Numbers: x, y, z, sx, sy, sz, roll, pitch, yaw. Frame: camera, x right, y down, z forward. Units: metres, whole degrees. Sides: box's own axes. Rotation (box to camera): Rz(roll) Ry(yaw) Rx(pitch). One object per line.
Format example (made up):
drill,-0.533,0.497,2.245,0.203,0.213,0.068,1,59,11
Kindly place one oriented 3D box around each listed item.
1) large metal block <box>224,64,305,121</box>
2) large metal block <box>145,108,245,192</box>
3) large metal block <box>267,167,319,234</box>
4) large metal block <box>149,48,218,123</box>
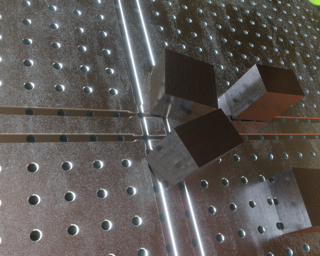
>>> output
large metal block,0.165,-0.053,0.497,0.081,0.080,0.050,2,61,-28
large metal block,0.041,0.027,0.380,0.081,0.080,0.050,-23,74,-36
large metal block,0.213,0.105,0.445,0.081,0.050,0.080,7,59,-25
large metal block,0.033,-0.057,0.446,0.081,0.050,0.080,14,56,-21
